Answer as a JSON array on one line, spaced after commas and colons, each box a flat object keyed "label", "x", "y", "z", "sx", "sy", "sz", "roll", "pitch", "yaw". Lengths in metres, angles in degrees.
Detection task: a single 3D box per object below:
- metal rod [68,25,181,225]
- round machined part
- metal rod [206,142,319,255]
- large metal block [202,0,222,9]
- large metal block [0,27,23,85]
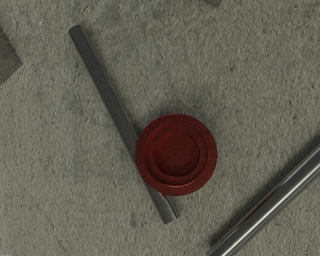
[{"label": "metal rod", "x": -0.053, "y": -0.011, "z": 0.426, "sx": 0.025, "sy": 0.025, "sz": 0.299, "roll": -30, "pitch": 80, "yaw": 17}, {"label": "round machined part", "x": 0.022, "y": 0.033, "z": 0.386, "sx": 0.098, "sy": 0.042, "sz": 0.097, "roll": -1, "pitch": 85, "yaw": 11}, {"label": "metal rod", "x": 0.162, "y": 0.053, "z": 0.351, "sx": 0.025, "sy": 0.025, "sz": 0.299, "roll": 44, "pitch": 103, "yaw": 14}, {"label": "large metal block", "x": 0.055, "y": -0.208, "z": 0.376, "sx": 0.080, "sy": 0.050, "sz": 0.080, "roll": 36, "pitch": 101, "yaw": 16}, {"label": "large metal block", "x": -0.282, "y": -0.112, "z": 0.493, "sx": 0.080, "sy": 0.050, "sz": 0.080, "roll": -37, "pitch": 79, "yaw": 16}]
